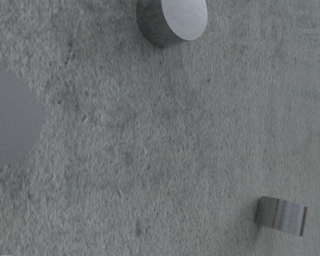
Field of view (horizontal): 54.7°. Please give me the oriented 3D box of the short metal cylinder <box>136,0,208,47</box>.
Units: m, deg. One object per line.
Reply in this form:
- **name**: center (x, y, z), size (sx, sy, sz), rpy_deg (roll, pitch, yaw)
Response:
- **short metal cylinder**: center (0.016, -0.150, 0.404), size (0.081, 0.050, 0.079), rpy_deg (0, 90, -40)

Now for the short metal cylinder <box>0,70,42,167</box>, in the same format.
- **short metal cylinder**: center (-0.150, -0.008, 0.264), size (0.081, 0.050, 0.079), rpy_deg (0, 90, -40)

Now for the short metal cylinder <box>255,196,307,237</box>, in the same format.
- **short metal cylinder**: center (0.217, 0.158, 0.555), size (0.080, 0.080, 0.050), rpy_deg (27, 73, -37)
